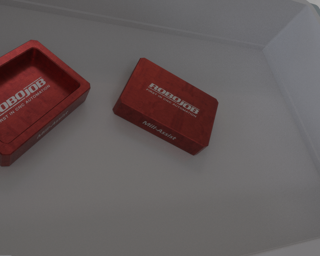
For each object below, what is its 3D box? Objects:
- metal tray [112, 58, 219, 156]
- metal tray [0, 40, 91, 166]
[{"bbox_3d":[0.012,-0.030,0.427,0.131,0.030,0.090,28,52,-10],"label":"metal tray"},{"bbox_3d":[-0.152,-0.033,0.339,0.090,0.030,0.131,40,51,-1],"label":"metal tray"}]
